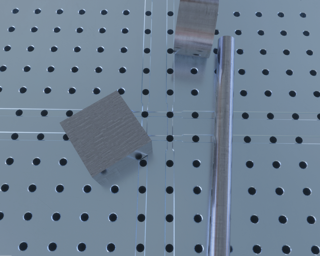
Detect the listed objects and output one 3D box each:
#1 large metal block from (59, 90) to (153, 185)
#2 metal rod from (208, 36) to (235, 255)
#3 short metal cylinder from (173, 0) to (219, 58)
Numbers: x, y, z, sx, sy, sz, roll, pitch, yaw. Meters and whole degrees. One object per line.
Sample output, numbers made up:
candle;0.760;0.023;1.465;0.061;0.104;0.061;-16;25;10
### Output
large metal block;-0.065;0.013;0.393;0.080;0.050;0.080;-32;73;-11
metal rod;0.083;0.010;0.408;0.025;0.025;0.299;6;70;2
short metal cylinder;0.050;-0.141;0.434;0.050;0.080;0.080;8;70;3
